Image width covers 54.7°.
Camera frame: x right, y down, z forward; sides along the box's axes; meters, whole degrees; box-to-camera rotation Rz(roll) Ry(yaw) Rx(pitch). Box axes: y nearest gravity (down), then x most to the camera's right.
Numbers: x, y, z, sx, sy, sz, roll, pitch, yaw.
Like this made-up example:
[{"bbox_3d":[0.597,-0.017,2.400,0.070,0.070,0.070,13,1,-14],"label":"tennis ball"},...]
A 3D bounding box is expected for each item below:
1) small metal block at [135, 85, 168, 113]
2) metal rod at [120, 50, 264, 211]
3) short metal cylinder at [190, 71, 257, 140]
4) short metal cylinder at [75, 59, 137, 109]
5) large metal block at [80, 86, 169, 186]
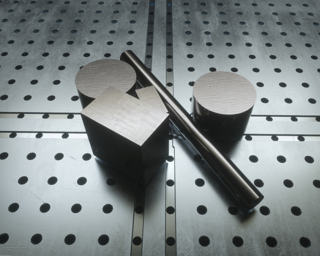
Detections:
[{"bbox_3d":[-0.011,-0.018,0.401,0.025,0.050,0.050,-17,52,-13],"label":"small metal block"},{"bbox_3d":[0.025,-0.017,0.417,0.025,0.025,0.300,-25,55,-20],"label":"metal rod"},{"bbox_3d":[0.082,-0.031,0.413,0.081,0.050,0.080,0,50,0],"label":"short metal cylinder"},{"bbox_3d":[-0.072,-0.051,0.429,0.081,0.050,0.080,0,50,0],"label":"short metal cylinder"},{"bbox_3d":[-0.037,0.010,0.358,0.080,0.080,0.050,27,56,21],"label":"large metal block"}]
